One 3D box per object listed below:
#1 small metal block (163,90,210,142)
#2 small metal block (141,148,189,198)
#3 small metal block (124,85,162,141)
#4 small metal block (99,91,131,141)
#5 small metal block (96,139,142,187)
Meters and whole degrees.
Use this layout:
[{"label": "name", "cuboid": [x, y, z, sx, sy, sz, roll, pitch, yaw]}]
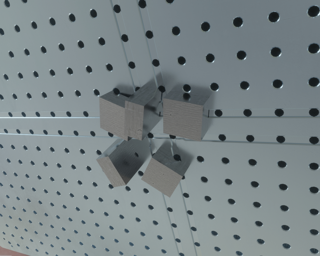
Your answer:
[{"label": "small metal block", "cuboid": [0.032, -0.015, 0.385, 0.050, 0.025, 0.050, 13, 124, 21]}, {"label": "small metal block", "cuboid": [0.007, 0.065, 0.448, 0.050, 0.025, 0.050, 31, 129, 8]}, {"label": "small metal block", "cuboid": [-0.022, -0.020, 0.395, 0.025, 0.050, 0.050, 18, 125, 17]}, {"label": "small metal block", "cuboid": [-0.055, -0.017, 0.426, 0.050, 0.025, 0.050, 24, 128, 26]}, {"label": "small metal block", "cuboid": [-0.059, 0.051, 0.458, 0.025, 0.050, 0.050, -17, 110, 35]}]
